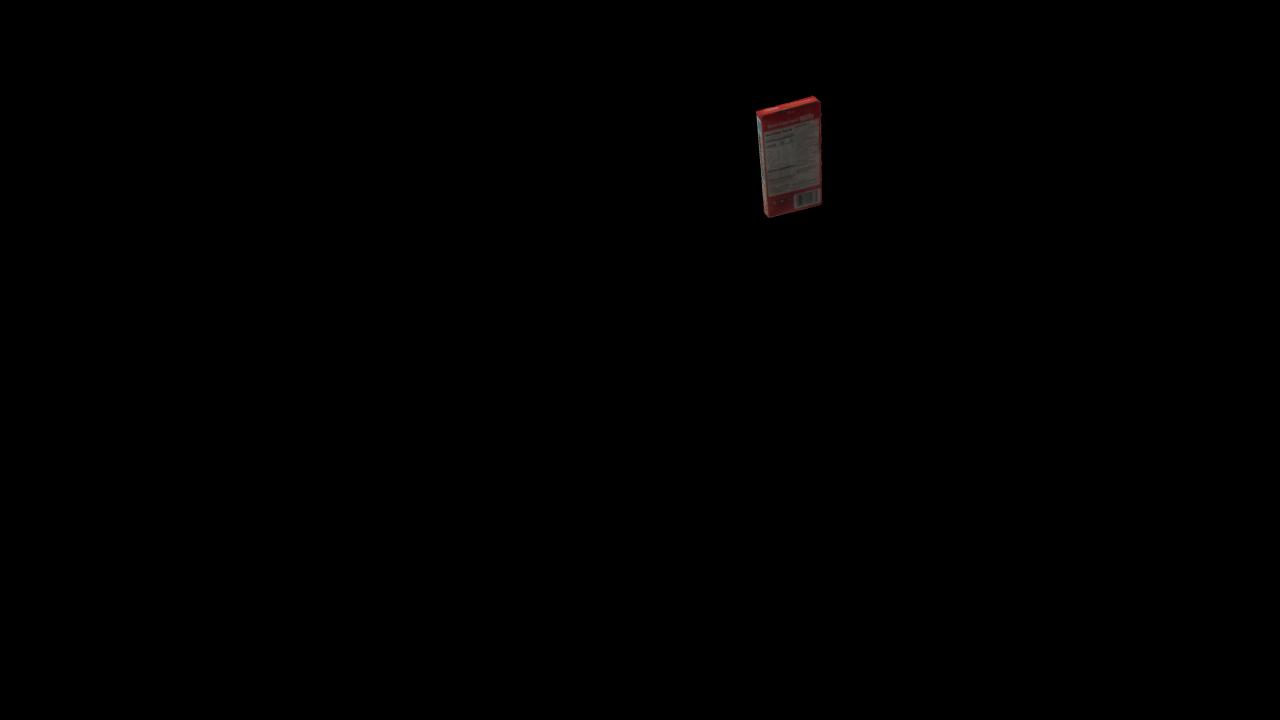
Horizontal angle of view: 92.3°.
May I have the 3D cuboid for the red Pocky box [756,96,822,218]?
[{"bbox_3d":[0.211,-0.281,0.861,0.083,0.155,0.028,-13,41,2],"label":"red Pocky box"}]
